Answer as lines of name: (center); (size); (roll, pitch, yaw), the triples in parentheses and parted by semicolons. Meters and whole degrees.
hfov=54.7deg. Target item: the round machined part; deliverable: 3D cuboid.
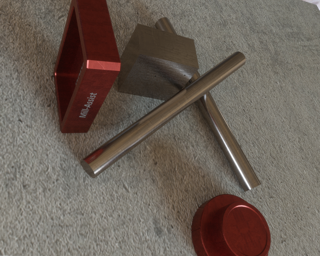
round machined part: (0.090, 0.125, 0.367); (0.099, 0.042, 0.098); (14, 56, -21)

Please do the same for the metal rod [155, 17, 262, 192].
metal rod: (0.065, -0.046, 0.468); (0.025, 0.025, 0.299); (-14, 69, -34)

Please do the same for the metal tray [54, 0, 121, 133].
metal tray: (-0.084, -0.062, 0.330); (0.030, 0.129, 0.090); (-1, 62, -29)

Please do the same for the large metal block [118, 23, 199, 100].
large metal block: (-0.006, -0.084, 0.418); (0.081, 0.080, 0.050); (8, 58, -24)

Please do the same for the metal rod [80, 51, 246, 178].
metal rod: (0.024, -0.033, 0.415); (0.302, 0.025, 0.025); (-37, 83, -32)
